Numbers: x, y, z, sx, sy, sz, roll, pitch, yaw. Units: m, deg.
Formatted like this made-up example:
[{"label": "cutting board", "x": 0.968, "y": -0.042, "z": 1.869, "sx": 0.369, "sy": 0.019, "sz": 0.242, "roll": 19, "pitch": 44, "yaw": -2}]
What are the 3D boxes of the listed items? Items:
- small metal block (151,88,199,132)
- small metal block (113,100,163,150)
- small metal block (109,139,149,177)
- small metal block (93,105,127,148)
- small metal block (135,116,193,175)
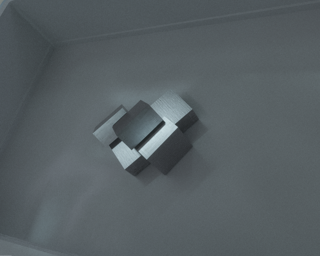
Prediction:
[{"label": "small metal block", "x": 0.013, "y": -0.016, "z": 0.405, "sx": 0.050, "sy": 0.025, "sz": 0.050, "roll": -41, "pitch": 51, "yaw": 0}, {"label": "small metal block", "x": -0.028, "y": -0.005, "z": 0.373, "sx": 0.050, "sy": 0.025, "sz": 0.050, "roll": -44, "pitch": 18, "yaw": -3}, {"label": "small metal block", "x": -0.032, "y": 0.026, "z": 0.403, "sx": 0.050, "sy": 0.025, "sz": 0.050, "roll": -41, "pitch": 51, "yaw": 0}, {"label": "small metal block", "x": -0.062, "y": -0.004, "z": 0.422, "sx": 0.050, "sy": 0.025, "sz": 0.050, "roll": -41, "pitch": 13, "yaw": 0}, {"label": "small metal block", "x": 0.006, "y": 0.022, "z": 0.370, "sx": 0.050, "sy": 0.050, "sz": 0.025, "roll": -46, "pitch": 51, "yaw": -4}]
